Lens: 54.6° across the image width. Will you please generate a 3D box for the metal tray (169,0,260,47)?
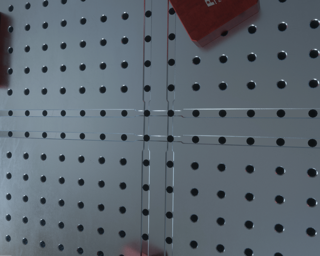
[{"bbox_3d":[0.054,-0.182,0.391,0.090,0.030,0.130,-30,80,17],"label":"metal tray"}]
